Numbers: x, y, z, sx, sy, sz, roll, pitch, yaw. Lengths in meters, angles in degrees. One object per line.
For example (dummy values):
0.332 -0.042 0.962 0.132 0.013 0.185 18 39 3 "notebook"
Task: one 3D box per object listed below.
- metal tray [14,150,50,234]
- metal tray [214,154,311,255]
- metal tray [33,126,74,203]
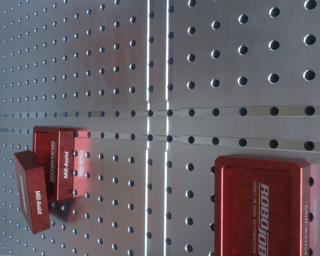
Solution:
-0.237 0.117 0.573 0.090 0.030 0.129 27 121 49 "metal tray"
0.103 0.095 0.321 0.090 0.030 0.129 1 90 40 "metal tray"
-0.199 0.063 0.572 0.090 0.030 0.129 4 92 40 "metal tray"
